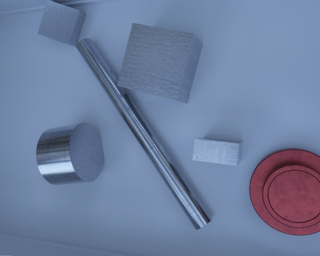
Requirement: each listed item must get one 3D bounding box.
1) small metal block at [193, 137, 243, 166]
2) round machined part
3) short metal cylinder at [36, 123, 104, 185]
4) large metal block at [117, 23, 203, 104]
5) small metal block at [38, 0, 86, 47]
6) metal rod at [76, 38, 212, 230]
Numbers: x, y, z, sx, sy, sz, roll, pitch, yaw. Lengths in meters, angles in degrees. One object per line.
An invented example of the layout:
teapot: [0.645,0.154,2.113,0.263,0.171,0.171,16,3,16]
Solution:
small metal block: [0.071,0.027,0.372,0.050,0.050,0.025,6,92,19]
round machined part: [0.151,0.073,0.348,0.098,0.042,0.097,0,90,19]
short metal cylinder: [-0.120,0.036,0.422,0.050,0.080,0.080,-9,87,19]
large metal block: [0.001,-0.081,0.396,0.080,0.050,0.079,16,95,19]
small metal block: [-0.143,-0.152,0.454,0.050,0.025,0.050,20,97,5]
metal rod: [-0.027,0.000,0.419,0.025,0.025,0.299,-38,78,16]
